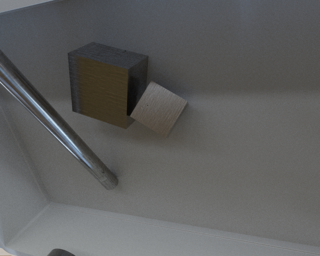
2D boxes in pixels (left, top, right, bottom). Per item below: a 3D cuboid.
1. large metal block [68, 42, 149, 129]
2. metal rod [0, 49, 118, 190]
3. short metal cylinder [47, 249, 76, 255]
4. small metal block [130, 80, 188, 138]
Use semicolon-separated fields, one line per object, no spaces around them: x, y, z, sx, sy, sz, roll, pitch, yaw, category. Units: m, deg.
-0.064;-0.055;0.391;0.080;0.050;0.079;18;125;17;large metal block
-0.135;-0.003;0.404;0.025;0.025;0.299;-1;141;28;metal rod
-0.147;0.226;0.455;0.080;0.050;0.079;13;124;20;short metal cylinder
0.000;-0.022;0.378;0.050;0.025;0.050;31;92;7;small metal block
